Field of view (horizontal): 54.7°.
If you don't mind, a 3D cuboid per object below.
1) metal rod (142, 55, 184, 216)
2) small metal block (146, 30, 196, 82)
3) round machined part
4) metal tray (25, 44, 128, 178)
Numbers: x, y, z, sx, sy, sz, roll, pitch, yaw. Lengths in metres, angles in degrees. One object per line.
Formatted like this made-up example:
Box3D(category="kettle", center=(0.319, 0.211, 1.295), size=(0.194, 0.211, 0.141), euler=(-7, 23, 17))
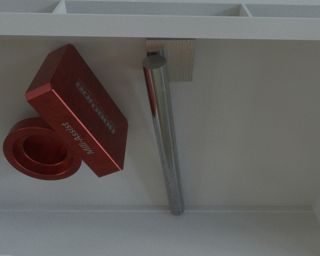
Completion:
Box3D(category="metal rod", center=(0.012, 0.036, 0.421), size=(0.025, 0.025, 0.298), euler=(-6, 136, 4))
Box3D(category="small metal block", center=(0.011, -0.079, 0.342), size=(0.050, 0.025, 0.050), euler=(-1, 130, 0))
Box3D(category="round machined part", center=(-0.151, 0.023, 0.415), size=(0.099, 0.042, 0.097), euler=(-1, 130, 0))
Box3D(category="metal tray", center=(-0.083, -0.018, 0.350), size=(0.030, 0.090, 0.130), euler=(-21, 128, 16))
